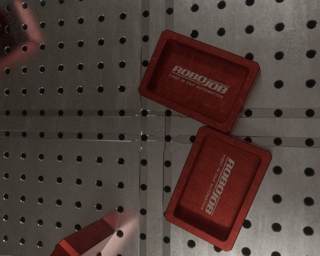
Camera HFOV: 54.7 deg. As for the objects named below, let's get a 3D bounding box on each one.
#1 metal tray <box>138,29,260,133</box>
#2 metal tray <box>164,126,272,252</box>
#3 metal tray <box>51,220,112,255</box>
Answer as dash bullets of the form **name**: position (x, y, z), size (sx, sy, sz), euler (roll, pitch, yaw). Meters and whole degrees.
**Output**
- **metal tray**: position (0.048, -0.059, 0.392), size (0.130, 0.030, 0.090), euler (26, 98, 17)
- **metal tray**: position (0.071, 0.072, 0.384), size (0.090, 0.030, 0.129), euler (23, 98, 18)
- **metal tray**: position (-0.128, 0.195, 0.421), size (0.030, 0.090, 0.129), euler (37, 102, 16)
